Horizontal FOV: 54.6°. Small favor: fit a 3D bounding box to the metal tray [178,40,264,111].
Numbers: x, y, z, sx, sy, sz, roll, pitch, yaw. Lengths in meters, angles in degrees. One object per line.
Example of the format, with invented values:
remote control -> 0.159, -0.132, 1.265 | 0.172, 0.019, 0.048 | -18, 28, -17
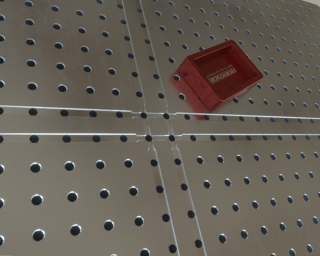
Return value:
metal tray -> 0.104, -0.091, 0.515 | 0.131, 0.030, 0.090 | -29, 78, -37
